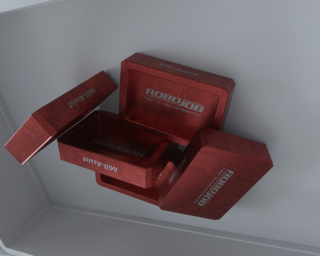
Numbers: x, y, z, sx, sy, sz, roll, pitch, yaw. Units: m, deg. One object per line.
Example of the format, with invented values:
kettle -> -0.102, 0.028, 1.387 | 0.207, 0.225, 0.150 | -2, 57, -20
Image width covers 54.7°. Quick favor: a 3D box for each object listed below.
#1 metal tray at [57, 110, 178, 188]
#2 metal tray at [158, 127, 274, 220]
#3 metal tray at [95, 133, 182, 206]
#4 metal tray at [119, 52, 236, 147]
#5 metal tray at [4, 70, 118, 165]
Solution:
metal tray -> -0.053, 0.022, 0.403 | 0.130, 0.090, 0.030 | 15, 124, 19
metal tray -> 0.063, 0.062, 0.382 | 0.091, 0.030, 0.129 | 15, 131, -17
metal tray -> -0.034, 0.060, 0.455 | 0.130, 0.030, 0.089 | 15, 125, 19
metal tray -> 0.015, -0.030, 0.375 | 0.130, 0.030, 0.089 | 19, 126, 16
metal tray -> -0.119, -0.016, 0.388 | 0.090, 0.131, 0.030 | -33, 100, 38
